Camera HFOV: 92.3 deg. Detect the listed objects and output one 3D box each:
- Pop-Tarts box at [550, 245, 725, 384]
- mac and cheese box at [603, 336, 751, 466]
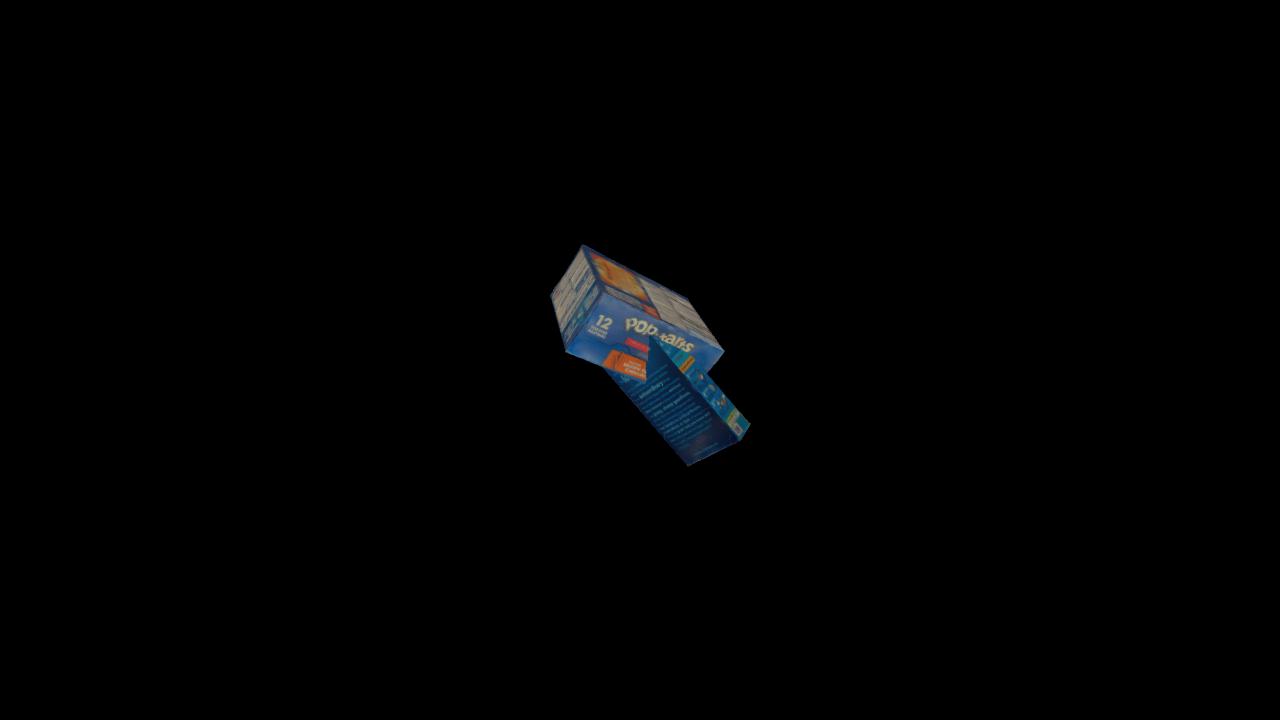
[{"bbox_3d":[-0.008,-0.044,0.729,0.167,0.083,0.141,23,22,-28],"label":"Pop-Tarts box"},{"bbox_3d":[0.032,0.031,0.708,0.093,0.184,0.041,-36,5,44],"label":"mac and cheese box"}]
